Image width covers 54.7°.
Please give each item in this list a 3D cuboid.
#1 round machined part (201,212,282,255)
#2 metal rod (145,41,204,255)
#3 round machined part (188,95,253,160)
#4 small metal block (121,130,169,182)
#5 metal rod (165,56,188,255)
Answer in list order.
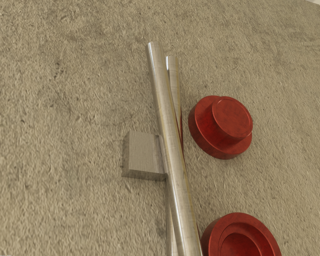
[{"bbox_3d":[0.086,0.149,0.348,0.099,0.042,0.098,14,56,-21],"label":"round machined part"},{"bbox_3d":[0.013,0.017,0.368,0.025,0.025,0.299,5,59,-26],"label":"metal rod"},{"bbox_3d":[0.094,-0.007,0.447,0.099,0.042,0.098,14,56,-21],"label":"round machined part"},{"bbox_3d":[-0.018,0.034,0.373,0.050,0.025,0.050,11,57,-22],"label":"small metal block"},{"bbox_3d":[0.018,0.026,0.396,0.025,0.025,0.299,13,56,-21],"label":"metal rod"}]
